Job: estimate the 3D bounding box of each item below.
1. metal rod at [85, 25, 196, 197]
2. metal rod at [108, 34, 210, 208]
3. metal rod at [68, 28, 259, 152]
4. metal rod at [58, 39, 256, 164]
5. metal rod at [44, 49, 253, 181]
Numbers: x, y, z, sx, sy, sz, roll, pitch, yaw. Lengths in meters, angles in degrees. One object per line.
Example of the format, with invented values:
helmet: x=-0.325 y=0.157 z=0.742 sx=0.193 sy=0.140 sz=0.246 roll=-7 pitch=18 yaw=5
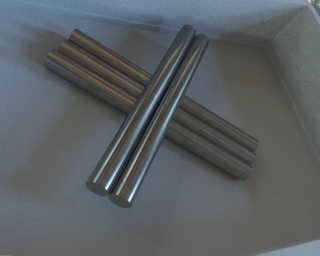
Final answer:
metal rod: x=-0.008 y=-0.046 z=0.395 sx=0.025 sy=0.025 sz=0.301 roll=33 pitch=51 yaw=-7
metal rod: x=0.013 y=-0.033 z=0.399 sx=0.025 sy=0.025 sz=0.301 roll=33 pitch=51 yaw=-7
metal rod: x=0.011 y=-0.047 z=0.438 sx=0.301 sy=0.025 sz=0.025 roll=30 pitch=52 yaw=-9
metal rod: x=0.002 y=-0.029 z=0.422 sx=0.301 sy=0.025 sz=0.025 roll=30 pitch=52 yaw=-9
metal rod: x=-0.008 y=-0.012 z=0.406 sx=0.301 sy=0.025 sz=0.025 roll=30 pitch=52 yaw=-9
